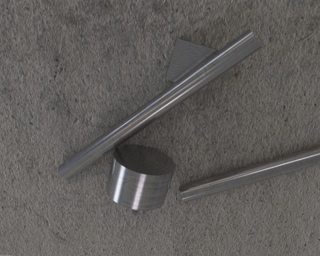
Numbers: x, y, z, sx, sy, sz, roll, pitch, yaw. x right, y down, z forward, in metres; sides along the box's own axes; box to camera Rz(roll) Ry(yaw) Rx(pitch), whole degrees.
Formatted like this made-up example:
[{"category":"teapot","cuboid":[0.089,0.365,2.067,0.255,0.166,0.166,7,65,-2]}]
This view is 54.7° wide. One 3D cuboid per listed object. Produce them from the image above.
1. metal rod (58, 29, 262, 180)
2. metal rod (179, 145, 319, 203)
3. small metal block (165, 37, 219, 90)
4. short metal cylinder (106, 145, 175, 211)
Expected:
[{"category":"metal rod","cuboid":[-0.014,-0.018,0.383,0.300,0.025,0.025,-34,107,19]},{"category":"metal rod","cuboid":[0.174,0.051,0.430,0.301,0.025,0.025,-17,109,6]},{"category":"small metal block","cuboid":[0.038,-0.079,0.381,0.050,0.025,0.050,15,109,-6]},{"category":"short metal cylinder","cuboid":[-0.026,0.062,0.403,0.080,0.080,0.050,13,110,-5]}]
